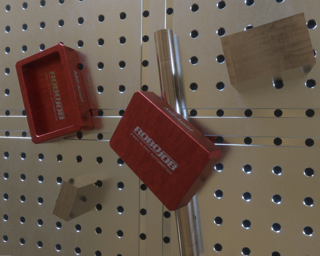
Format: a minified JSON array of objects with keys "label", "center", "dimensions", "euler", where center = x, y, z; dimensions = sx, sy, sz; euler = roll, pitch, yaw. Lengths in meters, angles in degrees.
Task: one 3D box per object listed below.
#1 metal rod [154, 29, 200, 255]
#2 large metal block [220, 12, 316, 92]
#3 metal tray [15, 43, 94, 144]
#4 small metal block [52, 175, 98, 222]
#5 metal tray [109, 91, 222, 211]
[{"label":"metal rod","center":[0.022,0.021,0.404],"dimensions":[0.025,0.025,0.298],"euler":[-7,88,19]},{"label":"large metal block","center":[0.118,-0.077,0.342],"dimensions":[0.080,0.080,0.050],"euler":[-13,86,19]},{"label":"metal tray","center":[-0.159,-0.049,0.464],"dimensions":[0.090,0.030,0.129],"euler":[-16,85,19]},{"label":"small metal block","center":[-0.119,0.098,0.440],"dimensions":[0.025,0.050,0.050],"euler":[22,97,18]},{"label":"metal tray","center":[0.001,0.025,0.384],"dimensions":[0.130,0.030,0.089],"euler":[43,116,28]}]
